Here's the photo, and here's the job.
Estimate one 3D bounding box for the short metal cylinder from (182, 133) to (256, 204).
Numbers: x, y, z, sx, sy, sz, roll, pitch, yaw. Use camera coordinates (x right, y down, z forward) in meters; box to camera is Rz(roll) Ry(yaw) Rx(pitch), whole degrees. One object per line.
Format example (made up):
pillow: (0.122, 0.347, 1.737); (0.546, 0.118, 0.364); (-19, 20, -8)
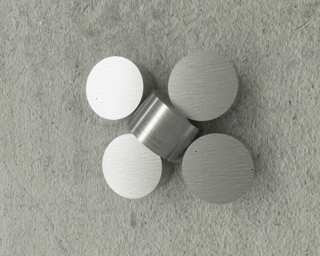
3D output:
short metal cylinder: (0.072, 0.046, 0.370); (0.080, 0.050, 0.079); (0, 90, 19)

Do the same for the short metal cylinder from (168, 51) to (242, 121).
short metal cylinder: (0.056, -0.048, 0.375); (0.080, 0.050, 0.079); (0, 90, 19)

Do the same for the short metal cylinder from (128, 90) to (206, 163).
short metal cylinder: (0.008, -0.003, 0.378); (0.080, 0.080, 0.050); (41, 103, 15)

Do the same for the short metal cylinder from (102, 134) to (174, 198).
short metal cylinder: (-0.027, 0.047, 0.404); (0.080, 0.050, 0.079); (0, 90, 19)

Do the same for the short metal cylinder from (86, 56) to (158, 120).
short metal cylinder: (-0.050, -0.050, 0.412); (0.080, 0.050, 0.079); (0, 90, 19)
